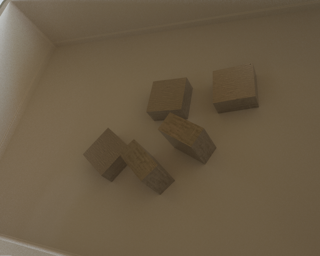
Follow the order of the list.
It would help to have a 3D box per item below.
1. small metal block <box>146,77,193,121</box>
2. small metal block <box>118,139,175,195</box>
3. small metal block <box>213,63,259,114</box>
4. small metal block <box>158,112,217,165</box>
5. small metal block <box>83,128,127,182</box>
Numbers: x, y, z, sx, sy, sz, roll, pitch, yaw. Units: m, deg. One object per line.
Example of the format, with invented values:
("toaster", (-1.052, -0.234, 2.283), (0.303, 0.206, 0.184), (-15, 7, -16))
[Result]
("small metal block", (0.014, -0.039, 0.421), (0.050, 0.025, 0.050), (-3, 60, 26))
("small metal block", (-0.015, 0.047, 0.368), (0.025, 0.050, 0.050), (-44, 51, -2))
("small metal block", (0.094, -0.049, 0.386), (0.050, 0.025, 0.050), (-8, 58, 23))
("small metal block", (0.033, 0.012, 0.364), (0.050, 0.050, 0.025), (28, 77, 37))
("small metal block", (-0.068, 0.036, 0.418), (0.050, 0.025, 0.050), (-48, 52, -6))
